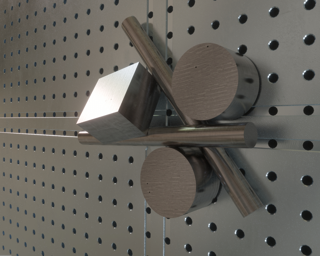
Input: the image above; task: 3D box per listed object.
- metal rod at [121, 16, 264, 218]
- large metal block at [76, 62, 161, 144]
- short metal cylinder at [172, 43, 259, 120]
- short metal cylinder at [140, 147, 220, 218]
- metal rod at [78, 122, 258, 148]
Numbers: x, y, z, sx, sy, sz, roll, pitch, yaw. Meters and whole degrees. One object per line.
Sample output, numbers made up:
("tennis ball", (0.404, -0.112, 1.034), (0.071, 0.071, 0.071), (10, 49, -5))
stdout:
("metal rod", (0.027, -0.030, 0.382), (0.025, 0.025, 0.299), (-45, 63, 30))
("large metal block", (-0.052, -0.030, 0.407), (0.080, 0.050, 0.080), (-13, 47, 39))
("short metal cylinder", (0.060, -0.048, 0.339), (0.080, 0.050, 0.079), (0, 90, 40))
("short metal cylinder", (0.023, 0.061, 0.369), (0.080, 0.050, 0.079), (0, 90, 40))
("metal rod", (-0.019, 0.011, 0.398), (0.300, 0.025, 0.025), (-2, 89, 46))
